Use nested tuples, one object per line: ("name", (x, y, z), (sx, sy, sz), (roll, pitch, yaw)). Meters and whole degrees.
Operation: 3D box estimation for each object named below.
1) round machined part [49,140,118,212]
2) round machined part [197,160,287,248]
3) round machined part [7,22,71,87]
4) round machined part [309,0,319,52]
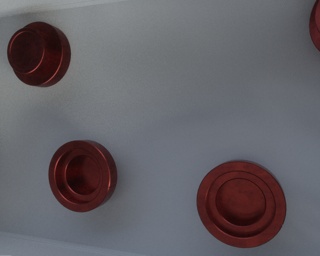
("round machined part", (-0.104, 0.065, 0.438), (0.098, 0.042, 0.097), (0, 90, 20))
("round machined part", (0.096, 0.086, 0.367), (0.098, 0.042, 0.097), (0, 90, 20))
("round machined part", (-0.189, -0.112, 0.468), (0.098, 0.042, 0.097), (0, 90, 20))
("round machined part", (0.198, -0.115, 0.309), (0.098, 0.042, 0.097), (0, 89, 49))
